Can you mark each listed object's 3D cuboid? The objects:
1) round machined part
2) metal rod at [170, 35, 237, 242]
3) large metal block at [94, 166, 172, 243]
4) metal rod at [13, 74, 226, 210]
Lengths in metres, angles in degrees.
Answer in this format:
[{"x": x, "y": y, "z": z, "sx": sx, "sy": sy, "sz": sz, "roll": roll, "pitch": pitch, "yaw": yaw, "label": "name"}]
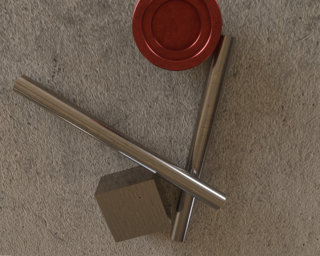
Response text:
[{"x": 0.018, "y": -0.118, "z": 0.358, "sx": 0.099, "sy": 0.042, "sz": 0.097, "roll": 0, "pitch": 110, "yaw": -1, "label": "round machined part"}, {"x": 0.053, "y": 0.027, "z": 0.420, "sx": 0.025, "sy": 0.025, "sz": 0.298, "roll": 9, "pitch": 110, "yaw": -4, "label": "metal rod"}, {"x": -0.035, "y": 0.103, "z": 0.434, "sx": 0.080, "sy": 0.050, "sz": 0.080, "roll": -17, "pitch": 110, "yaw": 5, "label": "large metal block"}, {"x": -0.047, "y": 0.021, "z": 0.401, "sx": 0.301, "sy": 0.025, "sz": 0.025, "roll": 31, "pitch": 107, "yaw": -5, "label": "metal rod"}]
